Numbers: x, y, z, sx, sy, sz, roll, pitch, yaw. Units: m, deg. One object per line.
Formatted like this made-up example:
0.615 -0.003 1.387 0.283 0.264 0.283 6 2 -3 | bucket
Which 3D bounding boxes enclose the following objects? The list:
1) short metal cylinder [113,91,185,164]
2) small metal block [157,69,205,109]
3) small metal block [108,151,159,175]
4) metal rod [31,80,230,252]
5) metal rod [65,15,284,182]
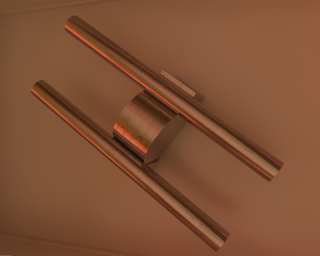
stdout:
-0.012 -0.003 0.383 0.050 0.080 0.080 38 102 15 | short metal cylinder
0.023 -0.045 0.386 0.050 0.050 0.025 38 102 15 | small metal block
-0.036 0.040 0.407 0.050 0.050 0.025 38 102 15 | small metal block
-0.047 0.035 0.373 0.300 0.025 0.025 38 102 16 | metal rod
0.003 -0.043 0.354 0.300 0.025 0.025 38 102 15 | metal rod
